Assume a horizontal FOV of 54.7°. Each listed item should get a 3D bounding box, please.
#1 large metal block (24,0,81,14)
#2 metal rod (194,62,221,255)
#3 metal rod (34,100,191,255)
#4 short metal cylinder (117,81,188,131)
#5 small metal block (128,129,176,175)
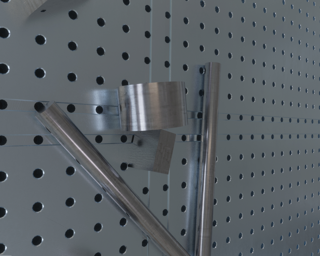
[{"bbox_3d":[-0.103,-0.169,0.307,0.081,0.050,0.080,-35,112,-35],"label":"large metal block"},{"bbox_3d":[0.072,0.050,0.470,0.025,0.025,0.298,6,86,-40],"label":"metal rod"},{"bbox_3d":[-0.038,0.089,0.377,0.025,0.025,0.299,-51,120,-28],"label":"metal rod"},{"bbox_3d":[-0.009,-0.026,0.366,0.081,0.080,0.050,-9,96,-40],"label":"short metal cylinder"},{"bbox_3d":[-0.011,0.028,0.385,0.025,0.050,0.050,19,78,-39],"label":"small metal block"}]
